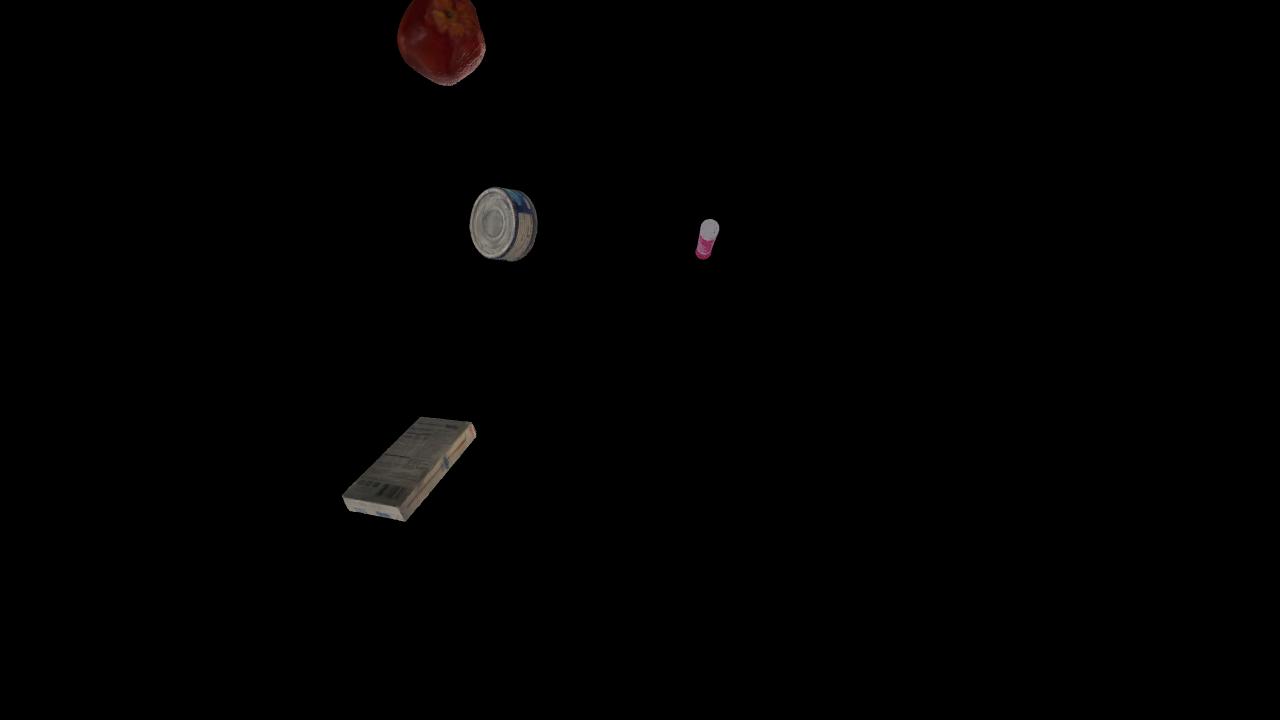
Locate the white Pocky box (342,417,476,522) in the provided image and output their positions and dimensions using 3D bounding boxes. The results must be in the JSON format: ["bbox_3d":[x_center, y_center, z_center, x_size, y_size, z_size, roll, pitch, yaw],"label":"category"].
[{"bbox_3d":[-0.277,0.127,0.751,0.084,0.028,0.154,4,33,20],"label":"white Pocky box"}]

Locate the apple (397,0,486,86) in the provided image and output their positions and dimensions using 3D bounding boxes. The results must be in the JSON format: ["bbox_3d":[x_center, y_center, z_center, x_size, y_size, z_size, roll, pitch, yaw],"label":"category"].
[{"bbox_3d":[-0.183,-0.298,0.568,0.079,0.079,0.093,0,7,-27],"label":"apple"}]

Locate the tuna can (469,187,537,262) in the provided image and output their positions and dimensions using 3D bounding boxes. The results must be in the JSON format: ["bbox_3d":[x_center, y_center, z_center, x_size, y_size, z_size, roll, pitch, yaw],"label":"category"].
[{"bbox_3d":[-0.161,-0.159,0.720,0.084,0.084,0.034,0,4,37],"label":"tuna can"}]

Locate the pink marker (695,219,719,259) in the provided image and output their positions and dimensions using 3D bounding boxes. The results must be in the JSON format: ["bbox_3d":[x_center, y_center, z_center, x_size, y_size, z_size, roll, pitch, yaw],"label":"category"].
[{"bbox_3d":[0.072,-0.128,0.665,0.020,0.020,0.121,0,-2,3],"label":"pink marker"}]
